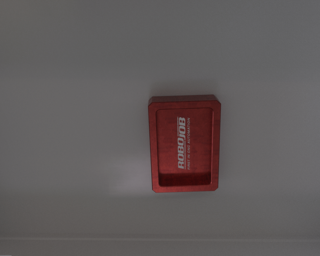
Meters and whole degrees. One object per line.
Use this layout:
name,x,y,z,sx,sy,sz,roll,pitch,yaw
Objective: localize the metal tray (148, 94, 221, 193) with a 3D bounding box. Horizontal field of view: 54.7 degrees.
metal tray,0.032,0.023,0.416,0.091,0.030,0.129,-2,110,0
